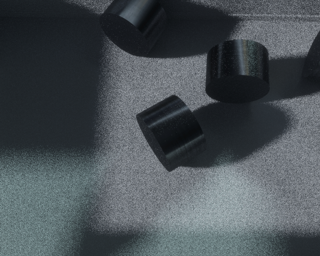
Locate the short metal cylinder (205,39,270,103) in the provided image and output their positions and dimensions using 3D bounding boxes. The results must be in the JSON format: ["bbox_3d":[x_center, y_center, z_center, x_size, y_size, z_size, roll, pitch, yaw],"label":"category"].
[{"bbox_3d":[0.101,-0.072,0.408,0.080,0.080,0.050,5,70,1],"label":"short metal cylinder"}]

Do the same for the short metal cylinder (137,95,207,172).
[{"bbox_3d":[0.013,0.006,0.378,0.050,0.080,0.080,-30,73,-11],"label":"short metal cylinder"}]

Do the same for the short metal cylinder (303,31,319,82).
[{"bbox_3d":[0.238,-0.099,0.420,0.050,0.080,0.080,20,71,7],"label":"short metal cylinder"}]

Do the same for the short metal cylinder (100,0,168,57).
[{"bbox_3d":[-0.036,-0.146,0.434,0.080,0.080,0.050,29,73,10],"label":"short metal cylinder"}]
